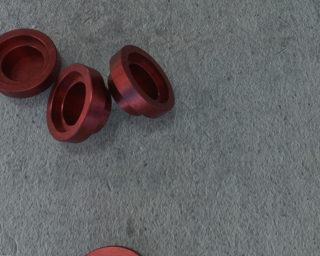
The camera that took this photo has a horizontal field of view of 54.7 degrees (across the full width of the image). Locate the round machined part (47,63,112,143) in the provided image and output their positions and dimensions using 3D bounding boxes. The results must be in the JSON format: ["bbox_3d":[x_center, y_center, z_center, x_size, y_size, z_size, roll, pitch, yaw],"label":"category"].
[{"bbox_3d":[-0.098,-0.029,0.391,0.098,0.042,0.098,-12,72,40],"label":"round machined part"}]

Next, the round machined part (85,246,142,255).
[{"bbox_3d":[-0.050,0.179,0.333,0.099,0.042,0.098,0,70,0],"label":"round machined part"}]

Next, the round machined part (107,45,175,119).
[{"bbox_3d":[-0.028,-0.054,0.399,0.042,0.099,0.098,-32,69,29],"label":"round machined part"}]

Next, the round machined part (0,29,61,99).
[{"bbox_3d":[-0.186,-0.084,0.429,0.099,0.042,0.098,0,70,0],"label":"round machined part"}]
